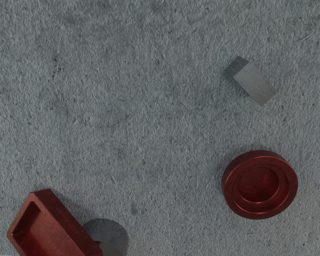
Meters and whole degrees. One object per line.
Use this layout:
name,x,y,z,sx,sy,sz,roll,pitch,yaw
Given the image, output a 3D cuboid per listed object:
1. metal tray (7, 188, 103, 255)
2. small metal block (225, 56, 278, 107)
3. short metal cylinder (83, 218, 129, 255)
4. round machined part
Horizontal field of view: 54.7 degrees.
metal tray,-0.149,0.160,0.427,0.130,0.030,0.090,41,108,21
small metal block,0.109,-0.058,0.377,0.050,0.050,0.025,42,105,-14
short metal cylinder,-0.090,0.184,0.463,0.081,0.050,0.079,0,110,-1
round machined part,0.134,0.074,0.430,0.099,0.042,0.097,0,110,-1
